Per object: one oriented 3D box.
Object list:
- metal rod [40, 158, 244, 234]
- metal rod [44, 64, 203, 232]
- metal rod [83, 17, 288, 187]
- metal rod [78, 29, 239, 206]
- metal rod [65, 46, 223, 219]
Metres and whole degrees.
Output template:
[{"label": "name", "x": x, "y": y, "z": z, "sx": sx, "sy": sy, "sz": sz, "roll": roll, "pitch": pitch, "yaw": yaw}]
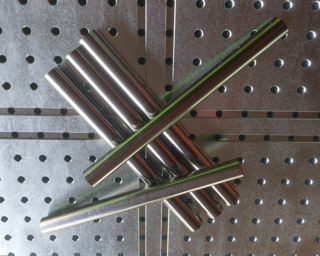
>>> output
[{"label": "metal rod", "x": -0.036, "y": 0.098, "z": 0.427, "sx": 0.301, "sy": 0.025, "sz": 0.025, "roll": -20, "pitch": 109, "yaw": 15}, {"label": "metal rod", "x": -0.040, "y": 0.038, "z": 0.426, "sx": 0.025, "sy": 0.025, "sz": 0.300, "roll": -37, "pitch": 106, "yaw": 12}, {"label": "metal rod", "x": 0.028, "y": -0.029, "z": 0.381, "sx": 0.300, "sy": 0.025, "sz": 0.025, "roll": -39, "pitch": 106, "yaw": 4}, {"label": "metal rod", "x": 0.008, "y": -0.003, "z": 0.412, "sx": 0.025, "sy": 0.025, "sz": 0.300, "roll": -39, "pitch": 106, "yaw": 13}, {"label": "metal rod", "x": -0.012, "y": 0.016, "z": 0.419, "sx": 0.025, "sy": 0.025, "sz": 0.300, "roll": -37, "pitch": 106, "yaw": 12}]
